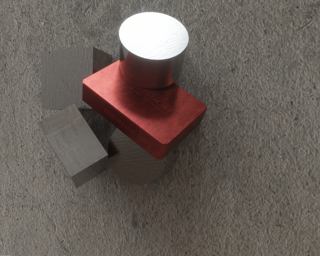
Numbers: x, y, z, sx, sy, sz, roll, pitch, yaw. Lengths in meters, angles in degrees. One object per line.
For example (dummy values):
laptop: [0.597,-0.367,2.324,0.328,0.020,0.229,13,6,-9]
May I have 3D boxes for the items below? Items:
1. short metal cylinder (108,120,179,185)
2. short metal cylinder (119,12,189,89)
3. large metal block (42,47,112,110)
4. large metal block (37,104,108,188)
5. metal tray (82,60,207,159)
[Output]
short metal cylinder: [-0.020,0.030,0.405,0.080,0.050,0.080,0,90,20]
short metal cylinder: [-0.009,-0.095,0.379,0.081,0.050,0.080,3,57,-5]
large metal block: [-0.116,-0.066,0.436,0.080,0.050,0.080,1,90,20]
large metal block: [-0.113,0.027,0.413,0.050,0.080,0.080,-32,78,-19]
metal tray: [-0.020,-0.032,0.384,0.130,0.091,0.030,37,142,16]
